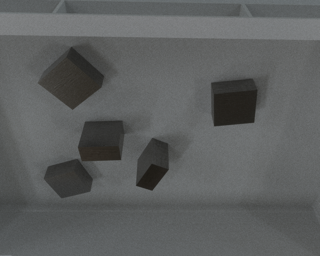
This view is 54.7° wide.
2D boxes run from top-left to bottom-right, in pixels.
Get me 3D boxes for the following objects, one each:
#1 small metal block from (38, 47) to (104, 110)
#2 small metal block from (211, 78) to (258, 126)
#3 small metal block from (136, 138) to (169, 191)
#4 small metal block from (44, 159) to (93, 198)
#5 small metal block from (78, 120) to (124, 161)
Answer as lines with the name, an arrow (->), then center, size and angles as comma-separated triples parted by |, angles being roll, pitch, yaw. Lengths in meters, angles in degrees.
small metal block -> -0.102, -0.056, 0.360 | 0.050, 0.025, 0.050 | -33, 123, 24
small metal block -> 0.091, -0.031, 0.384 | 0.050, 0.025, 0.050 | -5, 130, 4
small metal block -> -0.011, 0.051, 0.436 | 0.025, 0.050, 0.050 | 21, 127, -17
small metal block -> -0.139, 0.078, 0.474 | 0.050, 0.025, 0.050 | -15, 129, 12
small metal block -> -0.075, 0.016, 0.405 | 0.050, 0.050, 0.025 | -2, 130, 1
